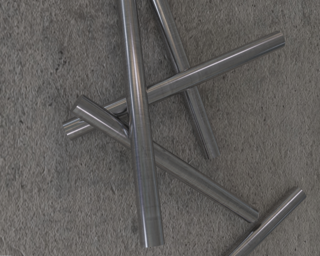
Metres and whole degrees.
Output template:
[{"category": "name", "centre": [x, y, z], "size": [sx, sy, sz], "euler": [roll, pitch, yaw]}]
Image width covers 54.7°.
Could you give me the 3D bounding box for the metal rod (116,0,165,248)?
[{"category": "metal rod", "centre": [-0.025, -0.024, 0.354], "size": [0.025, 0.025, 0.299], "euler": [-1, 73, -20]}]

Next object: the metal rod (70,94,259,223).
[{"category": "metal rod", "centre": [0.022, 0.051, 0.398], "size": [0.301, 0.025, 0.025], "euler": [35, 79, -24]}]

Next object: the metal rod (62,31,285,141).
[{"category": "metal rod", "centre": [0.025, -0.058, 0.393], "size": [0.302, 0.025, 0.025], "euler": [-24, 99, -9]}]

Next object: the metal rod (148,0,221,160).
[{"category": "metal rod", "centre": [0.023, -0.100, 0.416], "size": [0.025, 0.025, 0.299], "euler": [-23, 98, -19]}]

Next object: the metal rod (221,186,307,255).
[{"category": "metal rod", "centre": [0.105, 0.188, 0.447], "size": [0.301, 0.025, 0.025], "euler": [-37, 102, -16]}]
